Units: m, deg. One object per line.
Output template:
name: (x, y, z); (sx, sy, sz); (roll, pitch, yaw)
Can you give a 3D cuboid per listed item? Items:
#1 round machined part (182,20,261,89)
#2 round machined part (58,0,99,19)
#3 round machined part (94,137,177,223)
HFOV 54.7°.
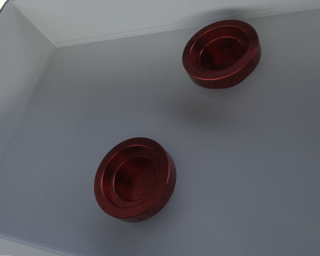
round machined part: (0.082, -0.091, 0.407); (0.098, 0.042, 0.098); (-13, 56, 21)
round machined part: (-0.180, -0.287, 0.669); (0.098, 0.042, 0.098); (-13, 56, 21)
round machined part: (-0.025, 0.064, 0.369); (0.098, 0.042, 0.098); (-13, 56, 21)
